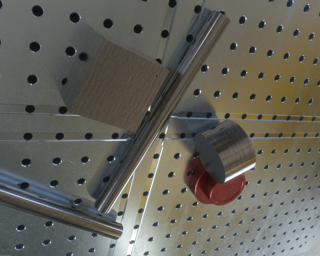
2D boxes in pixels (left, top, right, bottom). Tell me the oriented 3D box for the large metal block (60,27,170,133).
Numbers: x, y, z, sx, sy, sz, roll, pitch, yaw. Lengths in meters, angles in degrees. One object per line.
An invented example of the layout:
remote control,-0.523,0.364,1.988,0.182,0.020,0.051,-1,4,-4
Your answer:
large metal block,-0.050,-0.050,0.338,0.080,0.050,0.080,19,108,-36

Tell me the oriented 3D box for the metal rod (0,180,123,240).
metal rod,-0.161,0.091,0.380,0.025,0.025,0.301,-49,129,6

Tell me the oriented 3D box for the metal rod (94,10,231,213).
metal rod,-0.004,-0.011,0.403,0.025,0.025,0.299,22,106,-37

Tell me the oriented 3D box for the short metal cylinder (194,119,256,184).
short metal cylinder,0.092,0.034,0.449,0.050,0.080,0.080,-25,128,-14

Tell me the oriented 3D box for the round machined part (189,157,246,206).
round machined part,0.102,0.089,0.514,0.099,0.042,0.097,-14,125,-21
